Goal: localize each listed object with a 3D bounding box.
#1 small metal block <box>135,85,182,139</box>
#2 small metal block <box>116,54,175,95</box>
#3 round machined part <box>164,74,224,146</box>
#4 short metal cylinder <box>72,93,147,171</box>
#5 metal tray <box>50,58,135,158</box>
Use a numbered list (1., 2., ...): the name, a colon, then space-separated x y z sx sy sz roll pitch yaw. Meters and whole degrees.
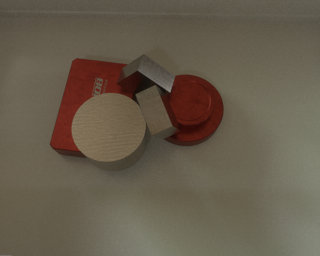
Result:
1. small metal block: 0.000 -0.017 0.359 0.025 0.050 0.050 -24 78 11
2. small metal block: -0.018 -0.060 0.389 0.050 0.050 0.025 31 62 -28
3. round machined part: 0.035 -0.029 0.409 0.099 0.042 0.098 0 70 -1
4. short metal cylinder: -0.056 0.006 0.360 0.081 0.050 0.080 0 70 0
5. metal tray: -0.082 -0.025 0.411 0.091 0.030 0.130 7 70 2
